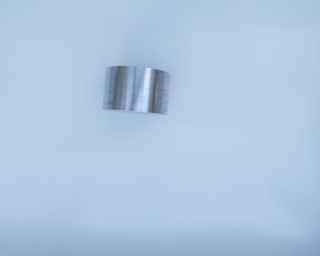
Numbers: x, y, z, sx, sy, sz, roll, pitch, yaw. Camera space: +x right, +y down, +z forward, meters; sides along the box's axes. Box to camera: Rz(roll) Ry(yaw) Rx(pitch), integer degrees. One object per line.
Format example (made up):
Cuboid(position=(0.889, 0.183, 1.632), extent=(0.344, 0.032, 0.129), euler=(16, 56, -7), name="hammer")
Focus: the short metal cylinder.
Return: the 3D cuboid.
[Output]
Cuboid(position=(-0.029, -0.044, 0.384), extent=(0.081, 0.080, 0.050), euler=(5, 90, -1), name="short metal cylinder")
